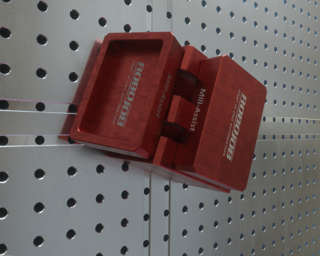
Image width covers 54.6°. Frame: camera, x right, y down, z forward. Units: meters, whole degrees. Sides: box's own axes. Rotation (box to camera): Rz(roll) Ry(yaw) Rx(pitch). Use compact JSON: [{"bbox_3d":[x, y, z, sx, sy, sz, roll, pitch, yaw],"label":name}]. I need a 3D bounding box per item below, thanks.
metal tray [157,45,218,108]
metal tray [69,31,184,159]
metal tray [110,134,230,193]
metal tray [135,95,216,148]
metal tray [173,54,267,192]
[{"bbox_3d":[0.047,-0.055,0.404,0.131,0.090,0.030,26,74,-37],"label":"metal tray"},{"bbox_3d":[-0.035,-0.039,0.333,0.030,0.090,0.130,38,65,-58],"label":"metal tray"},{"bbox_3d":[0.018,0.044,0.380,0.131,0.090,0.030,27,74,-37],"label":"metal tray"},{"bbox_3d":[0.031,0.001,0.390,0.131,0.090,0.030,25,73,-38],"label":"metal tray"},{"bbox_3d":[0.072,-0.003,0.347,0.090,0.030,0.130,26,74,-37],"label":"metal tray"}]
